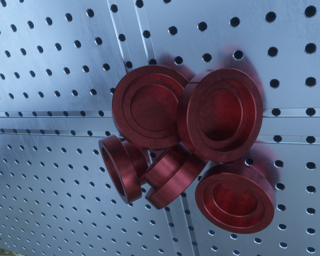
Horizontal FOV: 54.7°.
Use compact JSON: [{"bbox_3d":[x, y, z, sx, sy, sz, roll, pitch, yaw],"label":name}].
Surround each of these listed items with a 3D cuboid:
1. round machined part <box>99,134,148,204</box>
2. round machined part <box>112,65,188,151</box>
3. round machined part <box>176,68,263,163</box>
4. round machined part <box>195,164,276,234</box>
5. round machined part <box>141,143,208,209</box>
[{"bbox_3d":[-0.047,0.053,0.436,0.098,0.042,0.097,53,157,35],"label":"round machined part"},{"bbox_3d":[-0.007,-0.021,0.366,0.098,0.098,0.042,41,164,0],"label":"round machined part"},{"bbox_3d":[0.060,-0.015,0.334,0.042,0.099,0.098,14,132,62],"label":"round machined part"},{"bbox_3d":[0.099,0.086,0.401,0.098,0.042,0.097,13,124,20],"label":"round machined part"},{"bbox_3d":[0.015,0.051,0.387,0.042,0.098,0.097,44,129,0],"label":"round machined part"}]
